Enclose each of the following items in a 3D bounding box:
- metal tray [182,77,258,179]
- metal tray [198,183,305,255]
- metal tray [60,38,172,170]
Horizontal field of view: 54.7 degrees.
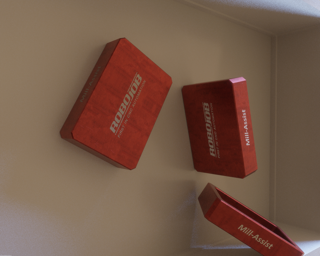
[{"bbox_3d":[0.081,0.000,0.431,0.030,0.090,0.129,-17,101,-39],"label":"metal tray"},{"bbox_3d":[0.118,0.131,0.425,0.130,0.090,0.030,33,93,-1],"label":"metal tray"},{"bbox_3d":[-0.046,-0.027,0.365,0.090,0.030,0.130,35,68,-34],"label":"metal tray"}]
